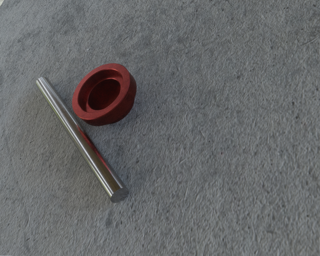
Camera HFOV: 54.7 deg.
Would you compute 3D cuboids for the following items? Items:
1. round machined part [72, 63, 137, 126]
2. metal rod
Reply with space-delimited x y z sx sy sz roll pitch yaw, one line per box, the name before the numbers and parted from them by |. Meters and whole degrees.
round machined part | -0.078 -0.045 0.462 0.098 0.042 0.098 -13 56 21
metal rod | -0.132 0.000 0.472 0.025 0.025 0.300 -44 51 -2
